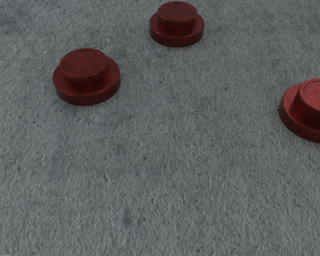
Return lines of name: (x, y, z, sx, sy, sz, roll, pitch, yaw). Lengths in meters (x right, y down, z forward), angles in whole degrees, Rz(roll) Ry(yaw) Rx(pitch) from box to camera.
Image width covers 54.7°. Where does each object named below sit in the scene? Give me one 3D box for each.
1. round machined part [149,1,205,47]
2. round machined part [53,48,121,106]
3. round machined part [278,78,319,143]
round machined part: (0.030, -0.190, 0.552, 0.099, 0.042, 0.098, 0, 50, 0)
round machined part: (-0.110, -0.082, 0.460, 0.099, 0.042, 0.098, 0, 50, 0)
round machined part: (0.216, -0.030, 0.418, 0.099, 0.042, 0.098, 0, 50, 0)
